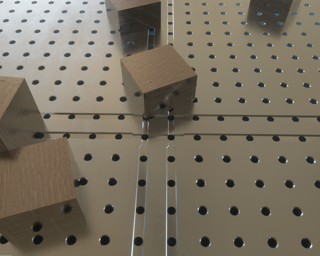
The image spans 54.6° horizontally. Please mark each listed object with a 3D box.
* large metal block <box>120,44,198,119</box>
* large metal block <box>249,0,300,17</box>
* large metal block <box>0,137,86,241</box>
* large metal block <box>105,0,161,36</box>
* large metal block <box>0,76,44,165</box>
[{"bbox_3d":[-0.003,-0.070,0.450,0.081,0.050,0.080,-21,53,-17],"label":"large metal block"},{"bbox_3d":[0.240,-0.277,0.625,0.080,0.050,0.080,29,56,22],"label":"large metal block"},{"bbox_3d":[-0.132,0.064,0.337,0.081,0.050,0.080,-14,51,-11],"label":"large metal block"},{"bbox_3d":[-0.051,-0.223,0.579,0.081,0.050,0.080,-19,53,-15],"label":"large metal block"},{"bbox_3d":[-0.191,-0.006,0.376,0.050,0.080,0.080,4,50,4],"label":"large metal block"}]
